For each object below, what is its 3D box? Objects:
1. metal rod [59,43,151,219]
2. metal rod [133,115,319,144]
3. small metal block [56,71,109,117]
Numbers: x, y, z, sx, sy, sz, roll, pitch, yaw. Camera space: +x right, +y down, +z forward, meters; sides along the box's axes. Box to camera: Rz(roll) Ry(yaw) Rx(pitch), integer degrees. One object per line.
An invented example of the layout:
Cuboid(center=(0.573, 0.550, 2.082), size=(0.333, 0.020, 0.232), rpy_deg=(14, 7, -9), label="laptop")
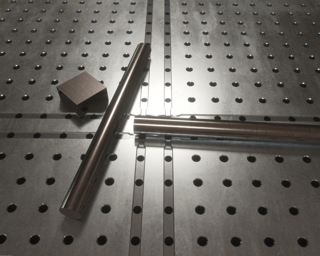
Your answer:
Cuboid(center=(-0.061, -0.020, 0.423), size=(0.025, 0.025, 0.300), rpy_deg=(11, 51, 8), label="metal rod")
Cuboid(center=(0.117, 0.004, 0.405), size=(0.302, 0.025, 0.025), rpy_deg=(3, 50, 2), label="metal rod")
Cuboid(center=(-0.111, -0.050, 0.448), size=(0.050, 0.025, 0.050), rpy_deg=(-37, 60, -27), label="small metal block")
